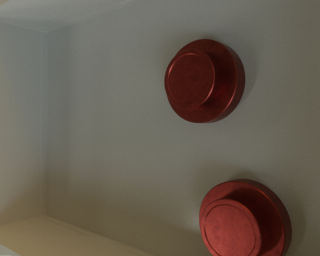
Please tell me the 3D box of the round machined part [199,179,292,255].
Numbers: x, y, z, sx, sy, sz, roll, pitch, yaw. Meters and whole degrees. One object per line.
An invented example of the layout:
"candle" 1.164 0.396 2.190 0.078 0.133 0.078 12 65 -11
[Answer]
"round machined part" 0.082 0.105 0.328 0.098 0.042 0.097 0 90 40

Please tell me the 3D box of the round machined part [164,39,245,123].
"round machined part" 0.044 -0.054 0.359 0.098 0.042 0.097 0 90 40
